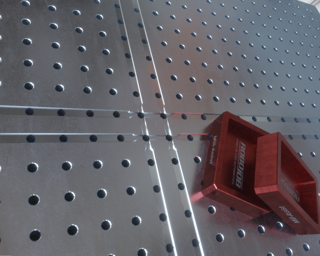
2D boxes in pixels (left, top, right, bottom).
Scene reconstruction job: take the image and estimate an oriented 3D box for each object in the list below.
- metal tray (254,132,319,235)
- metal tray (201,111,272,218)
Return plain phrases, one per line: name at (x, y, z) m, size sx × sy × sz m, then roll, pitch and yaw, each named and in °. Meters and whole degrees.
metal tray at (0.177, 0.078, 0.424) m, size 0.130 × 0.030 × 0.090 m, roll 42°, pitch 47°, yaw -29°
metal tray at (0.114, 0.048, 0.438) m, size 0.090 × 0.030 × 0.130 m, roll 26°, pitch 52°, yaw -13°
